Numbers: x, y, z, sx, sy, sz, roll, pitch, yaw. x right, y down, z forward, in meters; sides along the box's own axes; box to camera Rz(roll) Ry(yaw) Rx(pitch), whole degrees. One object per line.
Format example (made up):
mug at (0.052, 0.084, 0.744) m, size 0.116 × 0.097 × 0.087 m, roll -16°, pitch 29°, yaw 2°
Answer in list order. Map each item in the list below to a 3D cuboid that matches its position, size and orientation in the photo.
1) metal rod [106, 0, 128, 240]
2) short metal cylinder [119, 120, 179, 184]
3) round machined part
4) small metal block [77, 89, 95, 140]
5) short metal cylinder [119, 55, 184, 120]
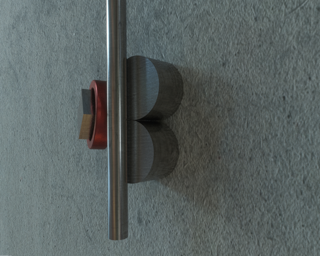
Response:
metal rod at (-0.053, -0.014, 0.386) m, size 0.025 × 0.025 × 0.298 m, roll -1°, pitch 89°, yaw 40°
short metal cylinder at (-0.022, 0.030, 0.408) m, size 0.080 × 0.050 × 0.080 m, roll -1°, pitch 89°, yaw 40°
round machined part at (-0.077, -0.018, 0.443) m, size 0.098 × 0.042 × 0.097 m, roll -177°, pitch 90°, yaw -69°
small metal block at (-0.100, -0.019, 0.436) m, size 0.050 × 0.025 × 0.050 m, roll 114°, pitch 150°, yaw -42°
short metal cylinder at (-0.016, -0.050, 0.404) m, size 0.080 × 0.050 × 0.079 m, roll 0°, pitch 90°, yaw 40°
